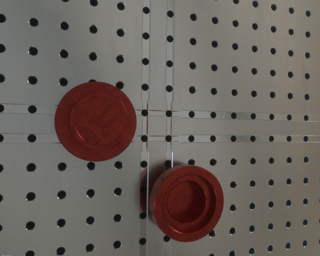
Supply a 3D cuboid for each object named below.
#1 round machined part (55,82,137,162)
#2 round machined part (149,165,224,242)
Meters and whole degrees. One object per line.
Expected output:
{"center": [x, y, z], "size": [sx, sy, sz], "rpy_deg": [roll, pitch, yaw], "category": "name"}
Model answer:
{"center": [-0.075, -0.008, 0.376], "size": [0.099, 0.042, 0.097], "rpy_deg": [0, 90, -20], "category": "round machined part"}
{"center": [0.032, 0.097, 0.415], "size": [0.099, 0.042, 0.097], "rpy_deg": [0, 90, -20], "category": "round machined part"}
